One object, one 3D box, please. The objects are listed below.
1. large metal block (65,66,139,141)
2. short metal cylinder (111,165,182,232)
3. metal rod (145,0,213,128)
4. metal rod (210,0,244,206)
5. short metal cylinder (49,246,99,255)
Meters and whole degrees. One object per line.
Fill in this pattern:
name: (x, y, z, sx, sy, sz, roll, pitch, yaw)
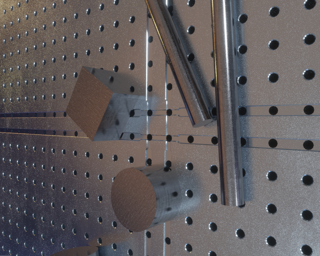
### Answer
large metal block: (-0.089, -0.036, 0.466, 0.080, 0.050, 0.079, 41, 115, 32)
short metal cylinder: (-0.019, 0.090, 0.409, 0.080, 0.050, 0.079, 0, 90, 40)
metal rod: (0.003, -0.141, 0.406, 0.025, 0.025, 0.299, -31, 71, 36)
metal rod: (0.074, -0.065, 0.348, 0.025, 0.025, 0.298, -4, 87, 40)
short metal cylinder: (-0.135, 0.222, 0.485, 0.080, 0.081, 0.050, -14, 82, 39)
